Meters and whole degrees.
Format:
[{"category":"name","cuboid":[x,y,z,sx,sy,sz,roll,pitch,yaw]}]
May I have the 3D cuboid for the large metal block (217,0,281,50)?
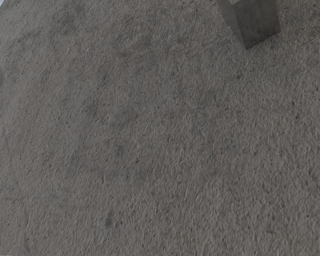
[{"category":"large metal block","cuboid":[0.112,-0.166,0.412,0.050,0.080,0.080,-28,52,11]}]
